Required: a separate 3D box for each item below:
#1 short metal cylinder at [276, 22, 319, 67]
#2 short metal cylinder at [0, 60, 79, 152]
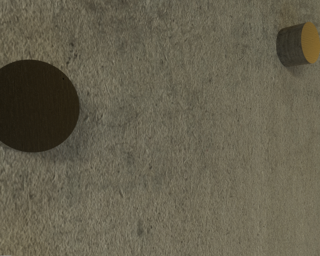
[{"bbox_3d":[0.277,-0.166,0.620,0.081,0.050,0.080,0,90,-40],"label":"short metal cylinder"},{"bbox_3d":[-0.123,-0.019,0.285,0.081,0.050,0.080,0,90,-40],"label":"short metal cylinder"}]
